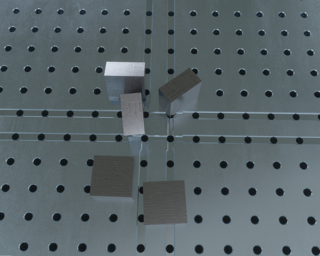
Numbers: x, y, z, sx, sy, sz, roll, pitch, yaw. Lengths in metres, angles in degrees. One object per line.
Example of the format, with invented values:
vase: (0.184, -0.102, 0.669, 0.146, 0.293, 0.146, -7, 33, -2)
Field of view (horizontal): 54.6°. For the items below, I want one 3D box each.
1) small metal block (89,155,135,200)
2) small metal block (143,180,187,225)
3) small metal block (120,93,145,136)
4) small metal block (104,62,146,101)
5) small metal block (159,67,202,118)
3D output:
small metal block: (-0.058, 0.062, 0.389, 0.050, 0.025, 0.050, 2, 70, 1)
small metal block: (0.006, 0.092, 0.378, 0.050, 0.025, 0.050, -2, 70, -1)
small metal block: (-0.034, -0.018, 0.397, 0.025, 0.050, 0.050, -5, 93, -2)
small metal block: (-0.045, -0.062, 0.418, 0.050, 0.050, 0.025, 1, 55, 0)
small metal block: (0.026, -0.046, 0.416, 0.050, 0.050, 0.025, -36, 74, -12)
